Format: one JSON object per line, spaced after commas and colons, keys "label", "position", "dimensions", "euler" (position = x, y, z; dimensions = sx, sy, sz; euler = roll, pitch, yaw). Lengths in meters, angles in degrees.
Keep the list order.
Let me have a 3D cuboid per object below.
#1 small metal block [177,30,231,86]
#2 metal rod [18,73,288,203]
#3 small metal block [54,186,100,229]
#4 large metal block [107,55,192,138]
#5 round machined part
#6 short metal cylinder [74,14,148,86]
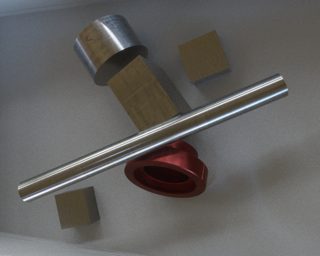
{"label": "small metal block", "position": [0.056, -0.087, 0.390], "dimensions": [0.050, 0.025, 0.050], "euler": [-20, 84, 18]}
{"label": "metal rod", "position": [-0.015, 0.015, 0.330], "dimensions": [0.301, 0.025, 0.025], "euler": [-23, 83, 8]}
{"label": "small metal block", "position": [-0.120, 0.116, 0.451], "dimensions": [0.050, 0.025, 0.050], "euler": [-15, 85, 19]}
{"label": "large metal block", "position": [-0.007, -0.035, 0.383], "dimensions": [0.050, 0.080, 0.080], "euler": [-37, 78, 15]}
{"label": "round machined part", "position": [0.010, 0.046, 0.378], "dimensions": [0.098, 0.098, 0.042], "euler": [2, 56, 19]}
{"label": "short metal cylinder", "position": [-0.063, -0.099, 0.402], "dimensions": [0.080, 0.080, 0.050], "euler": [-37, 79, 16]}
